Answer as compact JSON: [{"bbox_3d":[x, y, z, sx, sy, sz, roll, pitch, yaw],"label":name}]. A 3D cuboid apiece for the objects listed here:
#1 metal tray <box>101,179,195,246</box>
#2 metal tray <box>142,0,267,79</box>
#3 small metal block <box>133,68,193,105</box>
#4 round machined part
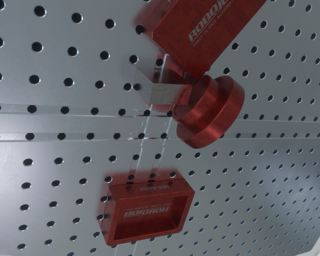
[{"bbox_3d":[-0.018,0.128,0.477,0.131,0.030,0.089,0,119,-29],"label":"metal tray"},{"bbox_3d":[0.053,-0.133,0.355,0.130,0.030,0.090,-50,129,7],"label":"metal tray"},{"bbox_3d":[0.002,-0.049,0.366,0.050,0.050,0.025,-2,119,-28],"label":"small metal block"},{"bbox_3d":[0.052,-0.026,0.381,0.042,0.098,0.098,37,98,-18],"label":"round machined part"}]
